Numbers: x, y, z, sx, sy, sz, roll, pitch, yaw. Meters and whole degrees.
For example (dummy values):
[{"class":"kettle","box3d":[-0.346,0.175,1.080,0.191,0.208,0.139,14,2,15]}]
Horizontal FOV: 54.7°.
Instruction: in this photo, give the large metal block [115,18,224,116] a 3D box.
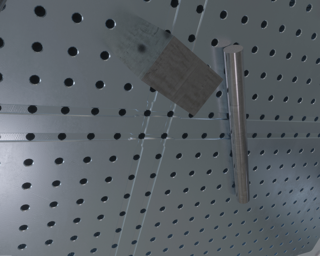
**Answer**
[{"class":"large metal block","box3d":[0.008,-0.067,0.338,0.080,0.080,0.050,30,102,-38]}]

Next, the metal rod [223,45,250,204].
[{"class":"metal rod","box3d":[0.124,0.015,0.487,0.025,0.025,0.298,-25,128,-13]}]

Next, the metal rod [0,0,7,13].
[{"class":"metal rod","box3d":[-0.115,-0.152,0.253,0.025,0.025,0.299,28,103,-38]}]
